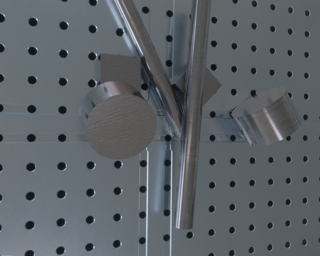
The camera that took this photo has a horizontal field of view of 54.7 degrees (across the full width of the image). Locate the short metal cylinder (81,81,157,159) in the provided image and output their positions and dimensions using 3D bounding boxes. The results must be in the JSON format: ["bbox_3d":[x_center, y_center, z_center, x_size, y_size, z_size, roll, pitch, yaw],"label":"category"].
[{"bbox_3d":[-0.049,-0.010,0.366,0.081,0.050,0.079,-8,117,-16],"label":"short metal cylinder"}]

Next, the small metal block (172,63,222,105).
[{"bbox_3d":[0.049,-0.059,0.430,0.050,0.025,0.050,46,76,-15],"label":"small metal block"}]

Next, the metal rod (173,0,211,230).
[{"bbox_3d":[0.042,-0.023,0.400,0.025,0.025,0.298,6,87,-20],"label":"metal rod"}]

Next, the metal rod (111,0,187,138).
[{"bbox_3d":[-0.030,-0.125,0.401,0.025,0.025,0.299,-28,100,-18],"label":"metal rod"}]

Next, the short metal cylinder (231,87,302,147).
[{"bbox_3d":[0.150,-0.016,0.438,0.080,0.080,0.050,-35,102,-17],"label":"short metal cylinder"}]

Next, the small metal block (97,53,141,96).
[{"bbox_3d":[-0.052,-0.065,0.393,0.050,0.025,0.050,1,90,-20],"label":"small metal block"}]
